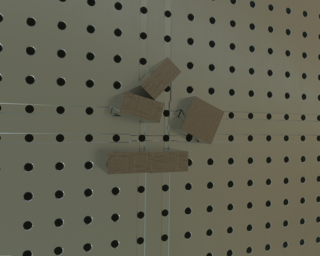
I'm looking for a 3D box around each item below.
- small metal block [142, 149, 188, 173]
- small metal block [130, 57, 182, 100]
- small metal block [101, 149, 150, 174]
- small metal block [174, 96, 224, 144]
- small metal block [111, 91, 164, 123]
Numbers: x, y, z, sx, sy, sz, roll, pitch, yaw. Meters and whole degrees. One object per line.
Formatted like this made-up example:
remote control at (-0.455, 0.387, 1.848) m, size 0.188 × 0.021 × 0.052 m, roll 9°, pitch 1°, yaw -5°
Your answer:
small metal block at (0.003, 0.041, 0.402) m, size 0.050 × 0.050 × 0.025 m, roll 0°, pitch 90°, yaw -20°
small metal block at (-0.007, -0.060, 0.398) m, size 0.025 × 0.050 × 0.050 m, roll 46°, pitch 76°, yaw -14°
small metal block at (-0.044, 0.040, 0.384) m, size 0.050 × 0.050 × 0.025 m, roll 0°, pitch 90°, yaw -20°
small metal block at (0.055, -0.010, 0.434) m, size 0.050 × 0.025 × 0.050 m, roll 26°, pitch 81°, yaw -19°
small metal block at (-0.029, -0.025, 0.389) m, size 0.050 × 0.050 × 0.025 m, roll 15°, pitch 85°, yaw -20°
